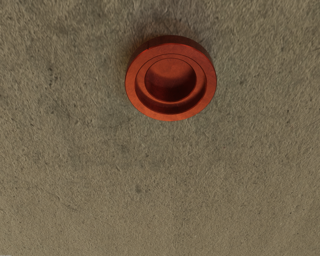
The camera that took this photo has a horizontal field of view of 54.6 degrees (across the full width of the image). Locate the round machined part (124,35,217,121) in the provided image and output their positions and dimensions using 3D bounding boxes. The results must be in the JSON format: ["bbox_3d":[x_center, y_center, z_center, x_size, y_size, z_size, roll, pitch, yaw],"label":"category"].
[{"bbox_3d":[0.011,-0.058,0.346,0.099,0.042,0.097,0,130,0],"label":"round machined part"}]
